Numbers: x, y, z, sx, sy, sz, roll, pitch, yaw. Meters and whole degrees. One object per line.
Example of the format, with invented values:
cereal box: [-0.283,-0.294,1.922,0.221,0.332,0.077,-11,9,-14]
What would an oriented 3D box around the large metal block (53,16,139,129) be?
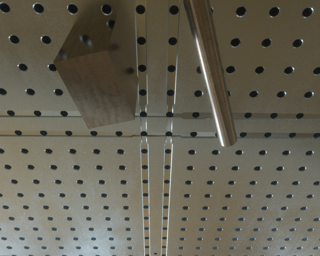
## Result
large metal block: [-0.060,-0.059,0.325,0.050,0.080,0.080,-11,129,9]

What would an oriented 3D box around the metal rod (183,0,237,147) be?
metal rod: [0.049,-0.092,0.333,0.025,0.025,0.299,-13,129,11]
